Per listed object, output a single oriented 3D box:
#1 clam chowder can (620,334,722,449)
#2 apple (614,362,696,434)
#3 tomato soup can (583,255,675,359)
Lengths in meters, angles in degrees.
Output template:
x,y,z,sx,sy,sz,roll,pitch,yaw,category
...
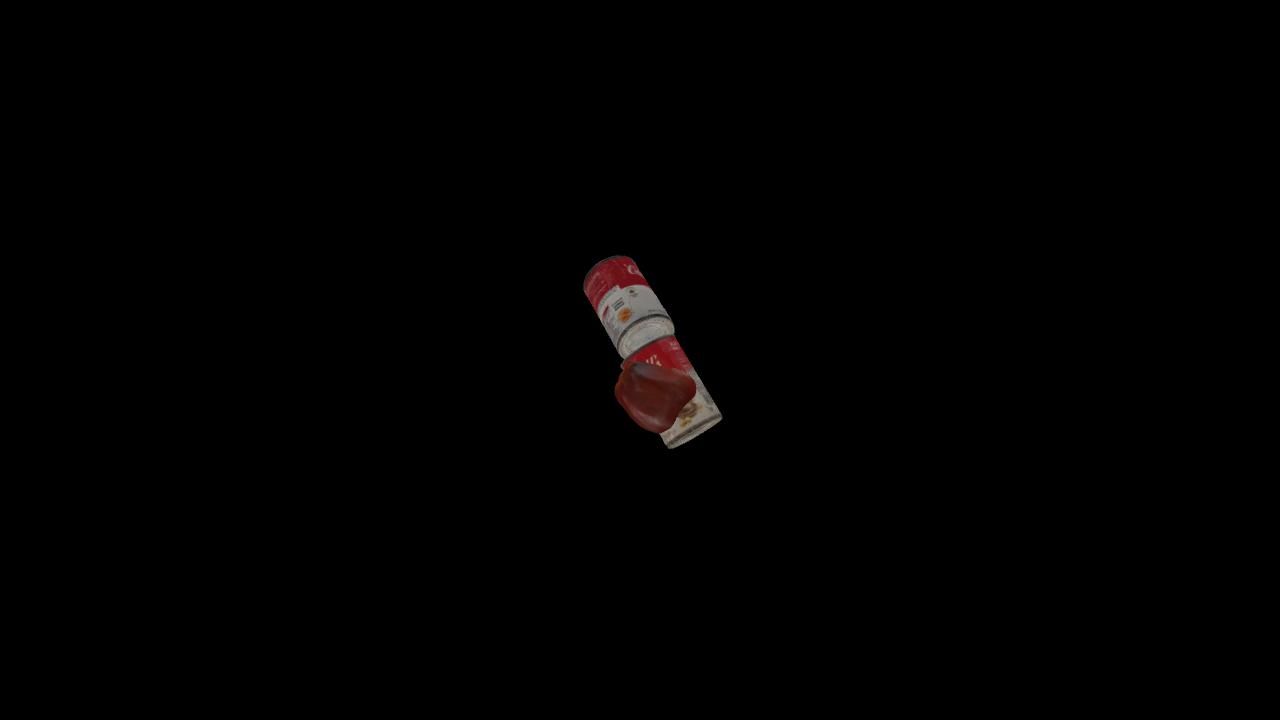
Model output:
x,y,z,sx,sy,sz,roll,pitch,yaw,category
0.033,0.033,0.644,0.068,0.102,0.068,-29,-13,-8,clam chowder can
0.021,0.037,0.639,0.093,0.079,0.079,27,-5,-9,apple
-0.013,-0.055,0.663,0.068,0.101,0.068,-19,-37,-15,tomato soup can
